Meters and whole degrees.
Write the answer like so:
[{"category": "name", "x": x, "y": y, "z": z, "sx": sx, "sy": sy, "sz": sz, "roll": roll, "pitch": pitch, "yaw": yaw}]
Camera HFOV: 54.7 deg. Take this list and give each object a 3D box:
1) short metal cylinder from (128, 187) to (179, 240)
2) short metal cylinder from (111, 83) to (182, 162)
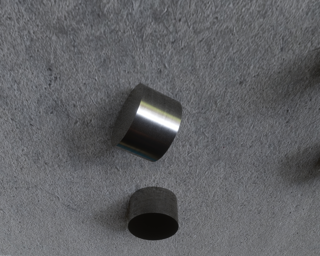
[{"category": "short metal cylinder", "x": -0.011, "y": 0.142, "z": 0.511, "sx": 0.081, "sy": 0.050, "sz": 0.079, "roll": 0, "pitch": 130, "yaw": 0}, {"category": "short metal cylinder", "x": -0.017, "y": -0.006, "z": 0.366, "sx": 0.050, "sy": 0.080, "sz": 0.080, "roll": 25, "pitch": 126, "yaw": -20}]
